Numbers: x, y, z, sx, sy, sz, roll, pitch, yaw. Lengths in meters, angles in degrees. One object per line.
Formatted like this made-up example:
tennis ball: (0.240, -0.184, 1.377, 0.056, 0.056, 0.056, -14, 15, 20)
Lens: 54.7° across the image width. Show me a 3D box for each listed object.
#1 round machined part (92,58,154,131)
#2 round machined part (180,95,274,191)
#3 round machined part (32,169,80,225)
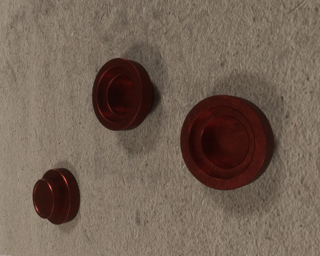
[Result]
round machined part: (-0.047, -0.045, 0.430, 0.098, 0.042, 0.097, 0, 90, 39)
round machined part: (0.074, 0.015, 0.332, 0.098, 0.042, 0.097, 0, 90, 39)
round machined part: (-0.188, 0.122, 0.546, 0.098, 0.042, 0.097, 0, 90, 39)
